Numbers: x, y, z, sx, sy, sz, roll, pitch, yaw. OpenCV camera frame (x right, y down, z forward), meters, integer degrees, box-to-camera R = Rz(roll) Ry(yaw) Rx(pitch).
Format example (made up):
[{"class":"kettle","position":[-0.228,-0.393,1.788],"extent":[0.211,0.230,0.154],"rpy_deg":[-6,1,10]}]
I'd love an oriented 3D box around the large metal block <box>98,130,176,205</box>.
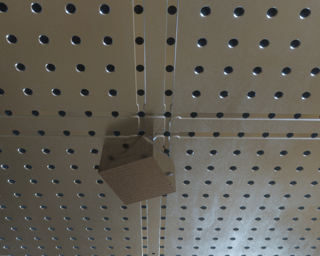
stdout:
[{"class":"large metal block","position":[-0.030,0.059,0.445],"extent":[0.080,0.050,0.080],"rpy_deg":[-18,128,14]}]
